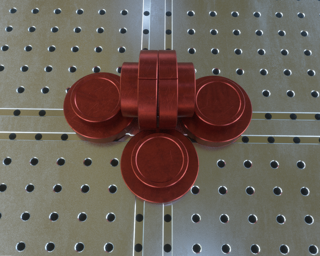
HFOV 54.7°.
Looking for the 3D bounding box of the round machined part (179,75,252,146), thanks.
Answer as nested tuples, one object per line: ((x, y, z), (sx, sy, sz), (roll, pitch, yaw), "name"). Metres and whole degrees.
((0.074, -0.028, 0.413), (0.099, 0.042, 0.098), (0, 70, -1), "round machined part")

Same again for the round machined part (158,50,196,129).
((0.020, -0.047, 0.385), (0.042, 0.098, 0.098), (-1, 70, -1), "round machined part")

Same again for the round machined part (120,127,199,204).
((0.000, 0.044, 0.386), (0.099, 0.042, 0.098), (0, 70, -1), "round machined part")

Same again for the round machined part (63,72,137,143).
((-0.080, -0.032, 0.413), (0.099, 0.042, 0.098), (0, 70, -1), "round machined part")

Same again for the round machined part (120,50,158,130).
((-0.024, -0.047, 0.383), (0.042, 0.098, 0.098), (1, 70, 0), "round machined part")
